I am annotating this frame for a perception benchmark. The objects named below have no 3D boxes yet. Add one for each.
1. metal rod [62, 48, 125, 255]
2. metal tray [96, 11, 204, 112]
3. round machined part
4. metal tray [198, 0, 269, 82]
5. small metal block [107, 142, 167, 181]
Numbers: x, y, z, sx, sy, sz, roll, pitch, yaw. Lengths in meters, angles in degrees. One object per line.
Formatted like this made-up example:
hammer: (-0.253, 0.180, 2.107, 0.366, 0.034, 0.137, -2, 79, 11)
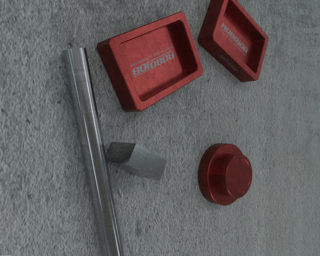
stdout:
metal rod: (-0.068, 0.063, 0.349, 0.025, 0.025, 0.298, -15, 100, -39)
metal tray: (-0.006, -0.087, 0.397, 0.131, 0.030, 0.090, -34, 111, -35)
round machined part: (0.109, 0.073, 0.488, 0.099, 0.042, 0.097, 0, 90, -40)
metal tray: (0.124, -0.145, 0.508, 0.131, 0.030, 0.090, 30, 71, -36)
small metal block: (-0.029, 0.039, 0.366, 0.050, 0.050, 0.025, 33, 70, -36)
